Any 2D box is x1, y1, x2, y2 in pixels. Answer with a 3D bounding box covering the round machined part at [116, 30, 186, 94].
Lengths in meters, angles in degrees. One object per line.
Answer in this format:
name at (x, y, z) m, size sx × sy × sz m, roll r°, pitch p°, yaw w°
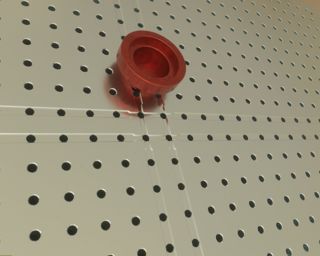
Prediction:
round machined part at (-0.016, -0.089, 0.444) m, size 0.099 × 0.042 × 0.098 m, roll 14°, pitch 56°, yaw -21°
